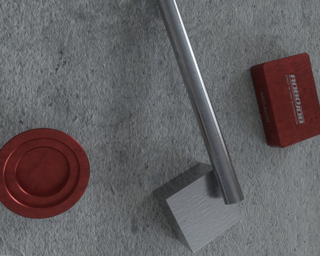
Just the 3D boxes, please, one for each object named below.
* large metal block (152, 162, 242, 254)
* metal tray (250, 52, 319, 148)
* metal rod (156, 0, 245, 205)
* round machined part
[{"bbox_3d":[0.049,0.103,0.414,0.080,0.050,0.080,-29,100,-18],"label":"large metal block"},{"bbox_3d":[0.199,-0.043,0.480,0.091,0.030,0.129,-17,96,-19],"label":"metal tray"},{"bbox_3d":[0.046,-0.051,0.395,0.025,0.025,0.299,-16,84,-19],"label":"metal rod"},{"bbox_3d":[-0.132,0.048,0.351,0.099,0.042,0.097,0,90,-20],"label":"round machined part"}]
